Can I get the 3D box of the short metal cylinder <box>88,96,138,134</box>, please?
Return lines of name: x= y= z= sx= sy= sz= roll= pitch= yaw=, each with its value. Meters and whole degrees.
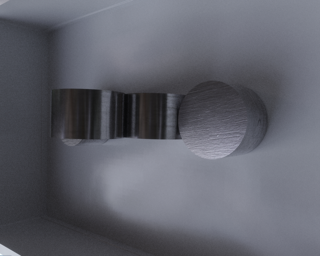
short metal cylinder: x=-0.066 y=-0.016 z=0.423 sx=0.080 sy=0.081 sz=0.050 roll=2 pitch=92 yaw=40

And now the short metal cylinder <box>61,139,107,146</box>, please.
short metal cylinder: x=-0.118 y=-0.013 z=0.486 sx=0.080 sy=0.050 sz=0.080 roll=0 pitch=90 yaw=40

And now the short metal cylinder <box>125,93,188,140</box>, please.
short metal cylinder: x=-0.004 y=-0.014 z=0.372 sx=0.080 sy=0.081 sz=0.050 roll=2 pitch=92 yaw=40

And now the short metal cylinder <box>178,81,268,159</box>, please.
short metal cylinder: x=0.067 y=-0.008 z=0.333 sx=0.080 sy=0.050 sz=0.080 roll=0 pitch=90 yaw=40

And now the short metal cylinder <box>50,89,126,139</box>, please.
short metal cylinder: x=-0.080 y=-0.015 z=0.345 sx=0.080 sy=0.081 sz=0.050 roll=2 pitch=92 yaw=40
